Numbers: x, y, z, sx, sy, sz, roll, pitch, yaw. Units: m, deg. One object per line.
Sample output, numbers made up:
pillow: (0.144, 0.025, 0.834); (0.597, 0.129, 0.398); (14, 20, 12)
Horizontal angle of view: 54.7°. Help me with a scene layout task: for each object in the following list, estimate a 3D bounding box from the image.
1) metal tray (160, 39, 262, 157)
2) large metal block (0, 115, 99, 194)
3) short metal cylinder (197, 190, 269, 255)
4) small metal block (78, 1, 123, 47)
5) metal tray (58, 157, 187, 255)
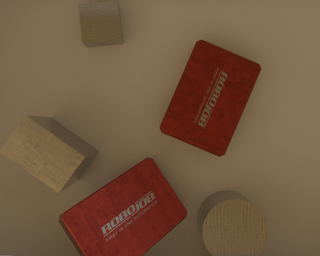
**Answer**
metal tray: (0.065, -0.038, 0.410); (0.090, 0.030, 0.129); (23, 90, -1)
large metal block: (-0.130, 0.029, 0.382); (0.080, 0.080, 0.050); (36, 90, -1)
short metal cylinder: (0.092, 0.126, 0.400); (0.081, 0.050, 0.079); (0, 90, -1)
small metal block: (-0.078, -0.137, 0.410); (0.050, 0.025, 0.050); (-5, 90, -1)
metal tray: (-0.041, 0.106, 0.374); (0.131, 0.030, 0.090); (-32, 87, -32)
